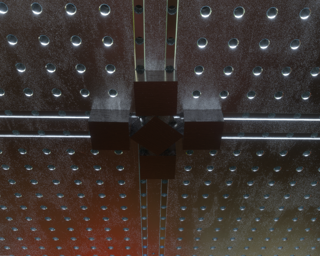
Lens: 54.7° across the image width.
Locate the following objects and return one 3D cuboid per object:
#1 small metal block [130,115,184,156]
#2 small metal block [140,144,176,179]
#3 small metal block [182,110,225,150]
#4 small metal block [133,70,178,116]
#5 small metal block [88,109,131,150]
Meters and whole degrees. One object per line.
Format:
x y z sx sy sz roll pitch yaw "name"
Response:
-0.004 0.004 0.414 0.050 0.025 0.050 35 122 -26 "small metal block"
-0.003 0.049 0.453 0.050 0.025 0.050 0 130 -1 "small metal block"
0.056 0.003 0.415 0.050 0.025 0.050 0 130 0 "small metal block"
-0.005 -0.042 0.376 0.050 0.025 0.050 -1 130 0 "small metal block"
-0.065 0.003 0.413 0.050 0.025 0.050 1 130 -2 "small metal block"
